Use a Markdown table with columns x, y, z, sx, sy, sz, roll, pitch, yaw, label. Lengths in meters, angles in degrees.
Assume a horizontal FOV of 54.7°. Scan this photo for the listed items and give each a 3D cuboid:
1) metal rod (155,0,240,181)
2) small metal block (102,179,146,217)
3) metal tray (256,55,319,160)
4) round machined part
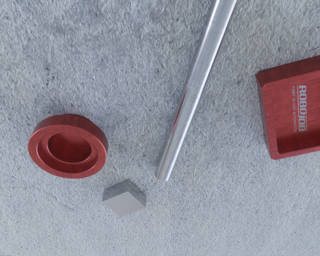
| x | y | z | sx | sy | sz | roll | pitch | yaw | label |
| --- | --- | --- | --- | --- | --- | --- | --- | --- | --- |
| 0.038 | -0.040 | 0.373 | 0.025 | 0.025 | 0.298 | 10 | 130 | -9 | metal rod |
| -0.057 | 0.115 | 0.504 | 0.050 | 0.025 | 0.050 | -25 | 126 | 19 | small metal block |
| 0.176 | -0.021 | 0.388 | 0.090 | 0.030 | 0.129 | -14 | 129 | 11 | metal tray |
| -0.118 | 0.020 | 0.411 | 0.099 | 0.042 | 0.097 | -1 | 130 | 0 | round machined part |
